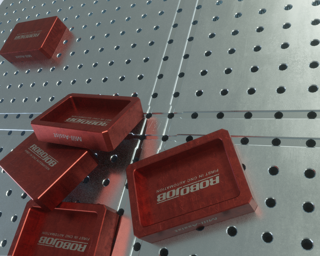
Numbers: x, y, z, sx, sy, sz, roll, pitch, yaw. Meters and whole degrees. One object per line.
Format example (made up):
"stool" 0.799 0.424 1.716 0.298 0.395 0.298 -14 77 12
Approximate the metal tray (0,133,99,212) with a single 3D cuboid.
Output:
"metal tray" -0.158 0.049 0.434 0.130 0.030 0.090 22 59 42

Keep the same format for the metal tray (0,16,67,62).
"metal tray" -0.271 -0.187 0.659 0.130 0.030 0.090 3 63 29

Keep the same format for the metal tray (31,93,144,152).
"metal tray" -0.100 -0.012 0.433 0.130 0.030 0.090 6 36 27

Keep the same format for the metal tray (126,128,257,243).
"metal tray" 0.030 0.065 0.348 0.130 0.030 0.090 -22 54 14

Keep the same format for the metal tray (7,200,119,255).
"metal tray" -0.122 0.139 0.381 0.130 0.030 0.090 -3 60 26
